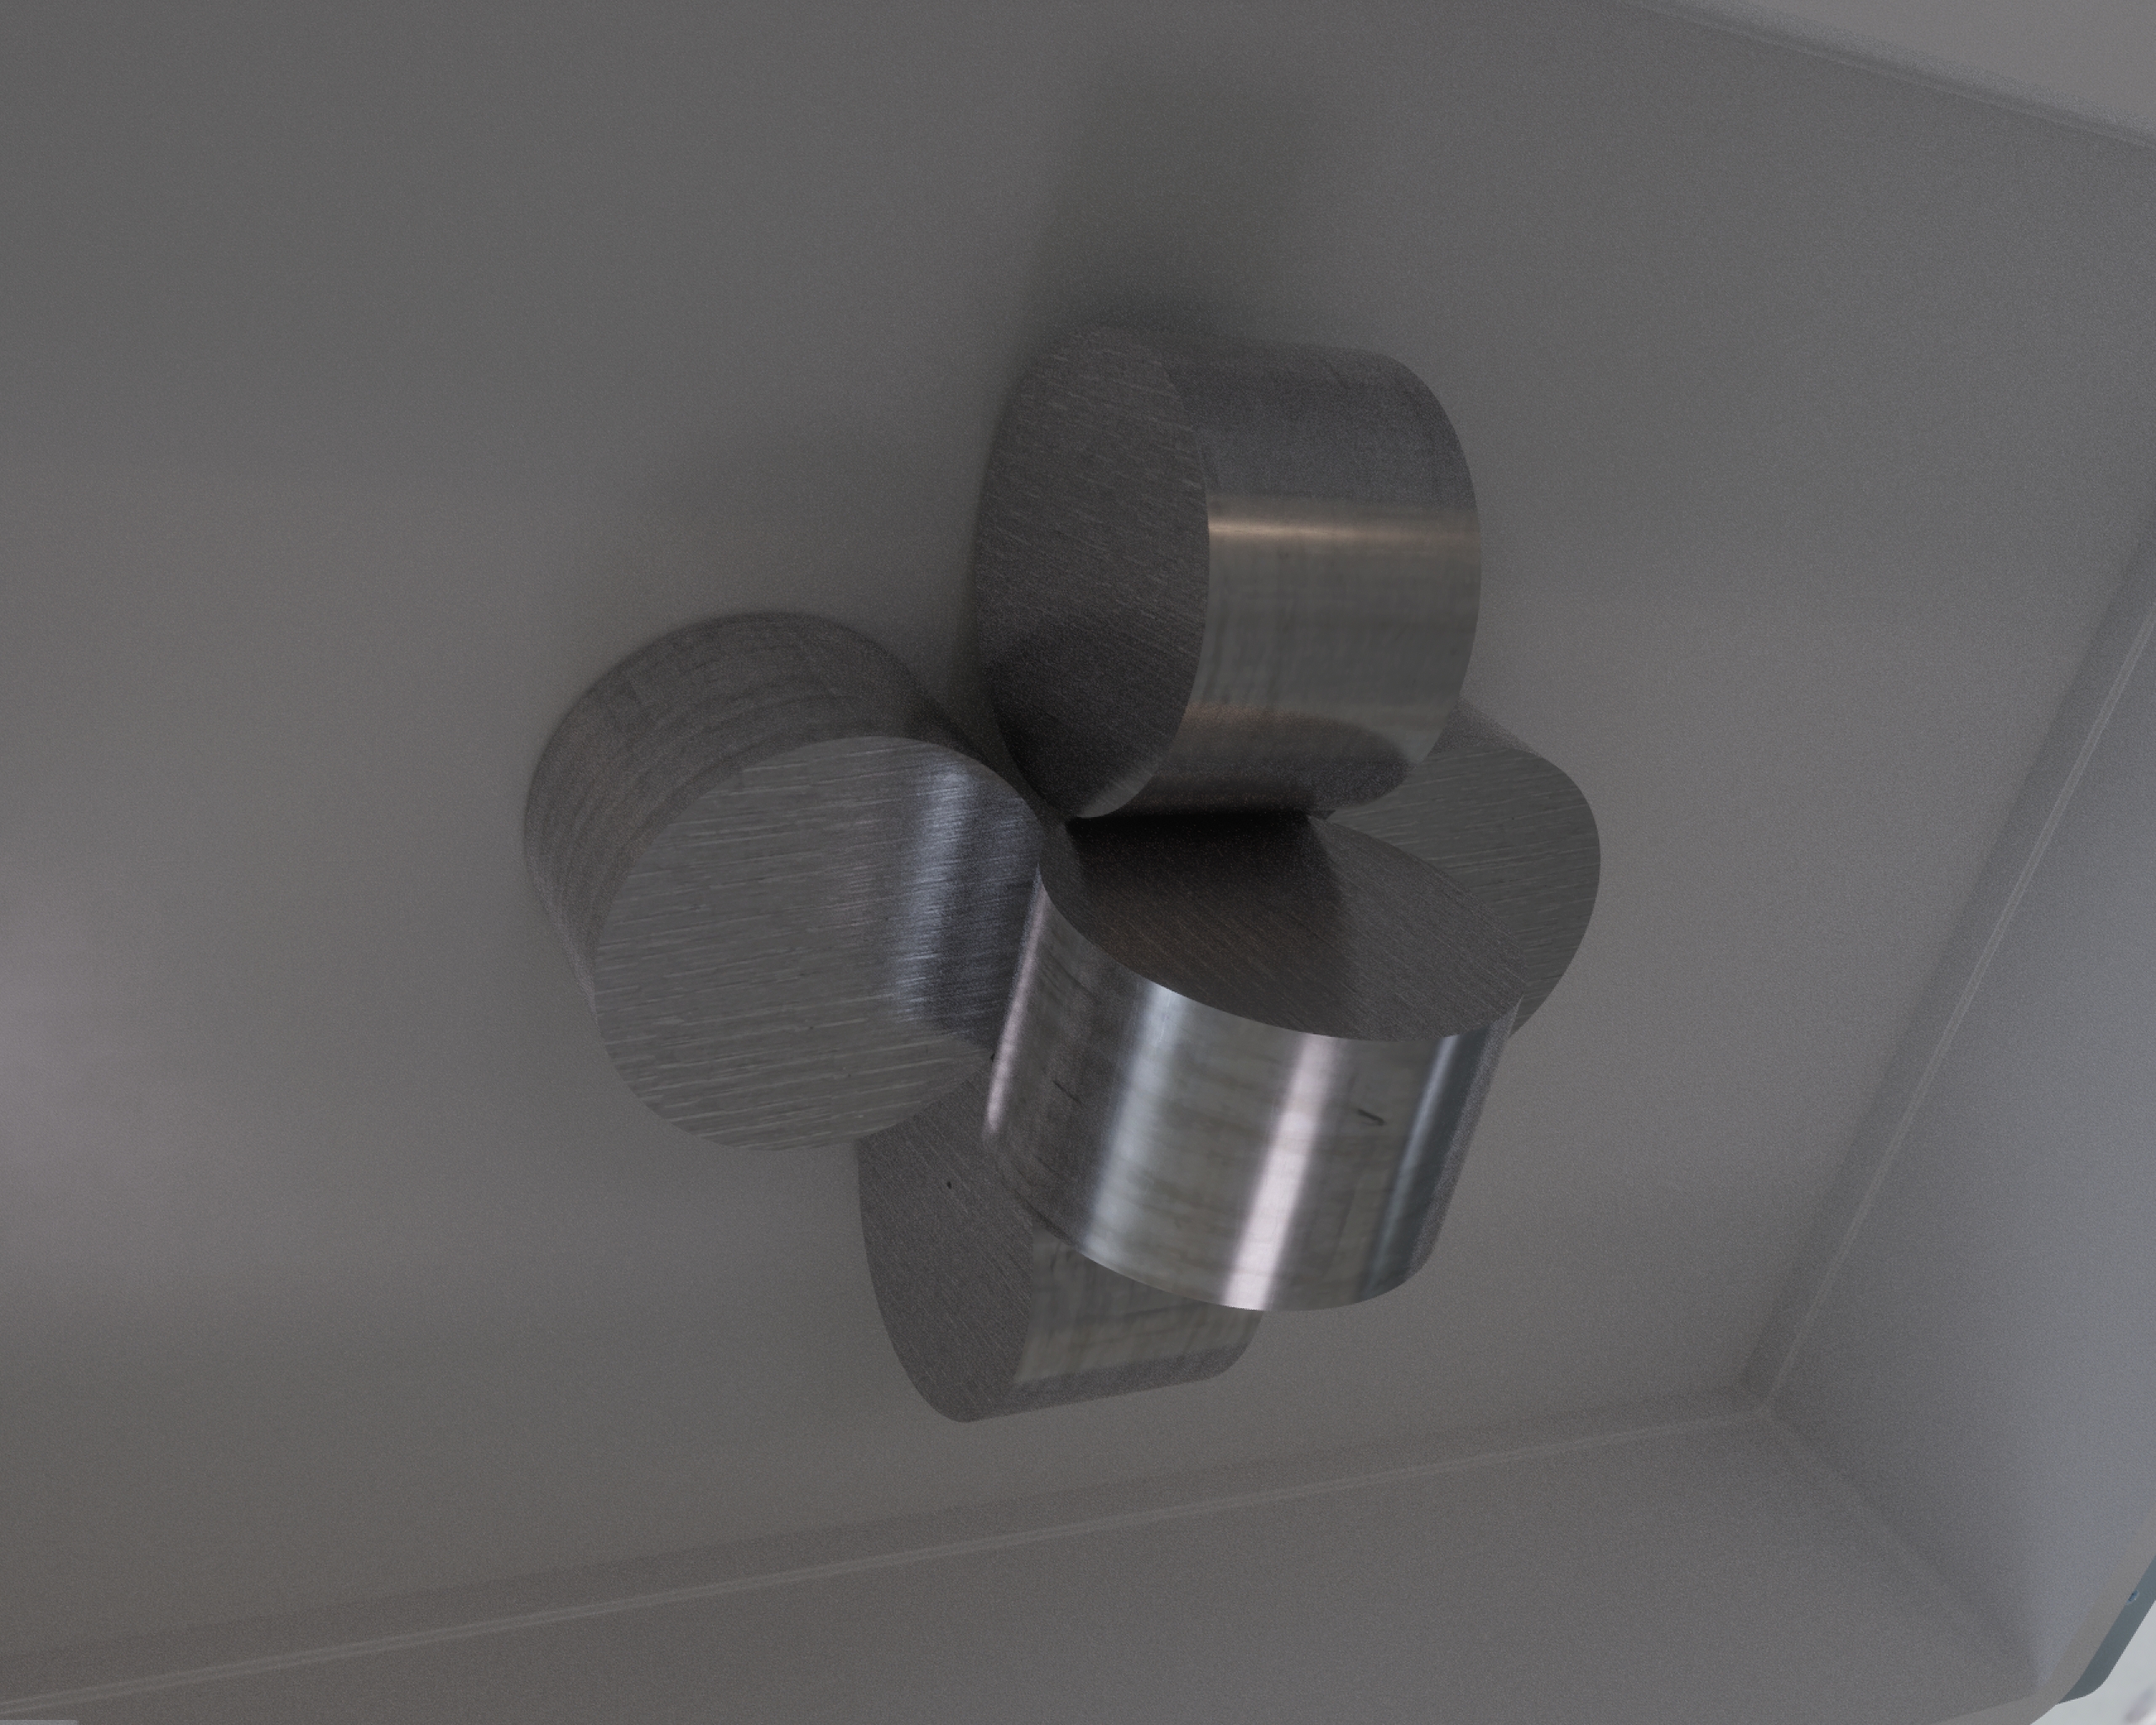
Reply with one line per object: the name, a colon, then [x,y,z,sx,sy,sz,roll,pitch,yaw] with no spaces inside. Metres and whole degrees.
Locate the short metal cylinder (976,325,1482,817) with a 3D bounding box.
short metal cylinder: [0.023,-0.048,0.353,0.050,0.080,0.079,-2,120,-28]

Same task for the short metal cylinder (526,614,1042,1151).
short metal cylinder: [-0.050,0.003,0.364,0.081,0.050,0.079,-14,124,-21]

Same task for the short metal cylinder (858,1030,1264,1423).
short metal cylinder: [-0.004,0.065,0.408,0.050,0.080,0.079,-2,120,-28]

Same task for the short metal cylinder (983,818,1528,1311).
short metal cylinder: [0.028,0.029,0.347,0.081,0.080,0.050,-1,119,-28]

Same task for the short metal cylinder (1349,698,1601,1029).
short metal cylinder: [0.057,0.001,0.421,0.081,0.050,0.079,-14,124,-21]
